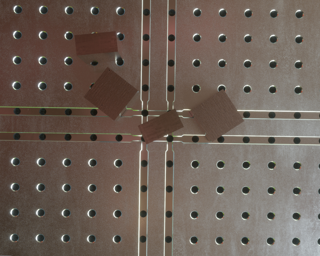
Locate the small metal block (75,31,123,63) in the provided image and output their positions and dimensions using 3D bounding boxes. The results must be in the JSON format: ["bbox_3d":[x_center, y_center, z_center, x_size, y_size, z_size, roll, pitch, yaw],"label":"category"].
[{"bbox_3d":[-0.077,-0.103,0.400,0.050,0.050,0.025,-6,90,0],"label":"small metal block"}]

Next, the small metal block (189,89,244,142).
[{"bbox_3d":[0.075,-0.016,0.414,0.050,0.025,0.050,-33,90,0],"label":"small metal block"}]

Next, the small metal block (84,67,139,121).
[{"bbox_3d":[-0.063,-0.044,0.413,0.050,0.025,0.050,38,90,0],"label":"small metal block"}]

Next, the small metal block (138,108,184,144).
[{"bbox_3d":[0.001,-0.002,0.401,0.050,0.050,0.025,-25,90,0],"label":"small metal block"}]
